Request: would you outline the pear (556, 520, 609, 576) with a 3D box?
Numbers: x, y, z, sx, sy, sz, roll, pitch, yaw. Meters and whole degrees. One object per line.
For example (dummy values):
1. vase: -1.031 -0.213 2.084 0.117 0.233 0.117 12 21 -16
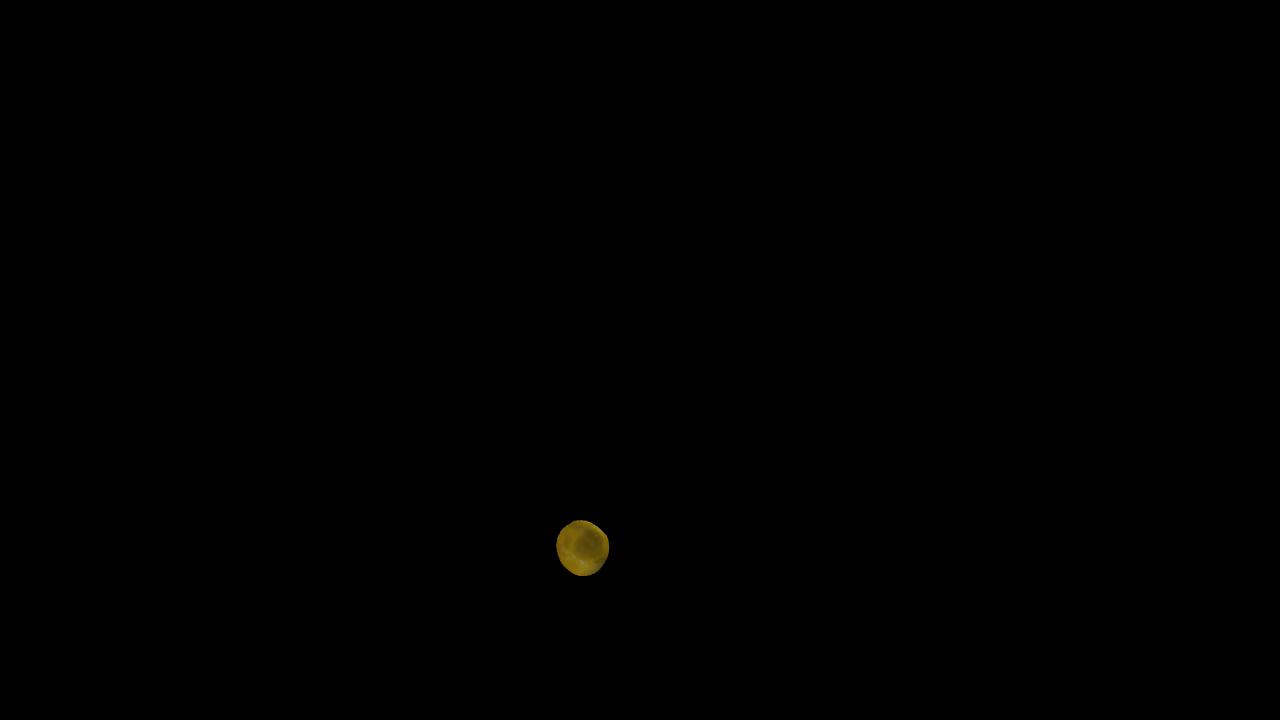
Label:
1. pear: -0.091 0.285 0.924 0.080 0.080 0.111 0 -23 -15
